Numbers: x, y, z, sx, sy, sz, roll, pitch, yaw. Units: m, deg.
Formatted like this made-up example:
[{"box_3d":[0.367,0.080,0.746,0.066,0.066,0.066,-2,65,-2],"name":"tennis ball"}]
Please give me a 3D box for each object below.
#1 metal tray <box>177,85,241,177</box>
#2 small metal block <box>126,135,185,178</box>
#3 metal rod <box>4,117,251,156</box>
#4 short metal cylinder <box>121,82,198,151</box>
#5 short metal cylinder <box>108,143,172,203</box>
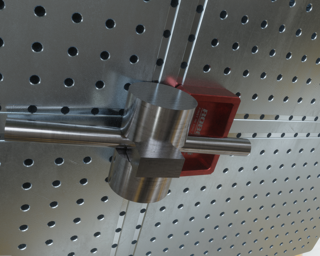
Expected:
[{"box_3d":[0.052,0.008,0.441,0.091,0.030,0.129,1,118,-29],"name":"metal tray"},{"box_3d":[-0.006,0.031,0.349,0.050,0.050,0.025,5,116,-21],"name":"small metal block"},{"box_3d":[-0.021,0.014,0.378,0.302,0.025,0.025,5,116,-21],"name":"metal rod"},{"box_3d":[-0.002,-0.016,0.363,0.081,0.080,0.050,1,118,-29],"name":"short metal cylinder"},{"box_3d":[-0.022,0.050,0.394,0.081,0.080,0.050,1,118,-29],"name":"short metal cylinder"}]
